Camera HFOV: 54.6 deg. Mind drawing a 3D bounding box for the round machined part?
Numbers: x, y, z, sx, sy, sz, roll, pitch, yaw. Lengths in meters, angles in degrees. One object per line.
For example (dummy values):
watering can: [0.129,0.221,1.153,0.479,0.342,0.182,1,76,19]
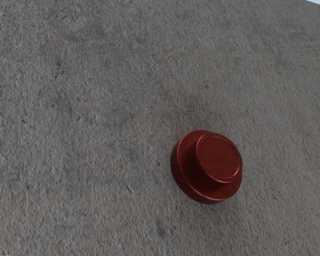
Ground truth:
round machined part: [0.066,0.045,0.400,0.099,0.042,0.098,13,56,-21]
